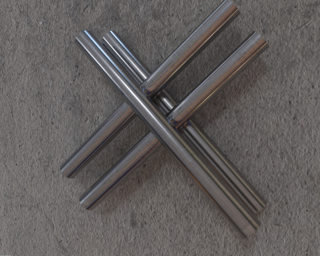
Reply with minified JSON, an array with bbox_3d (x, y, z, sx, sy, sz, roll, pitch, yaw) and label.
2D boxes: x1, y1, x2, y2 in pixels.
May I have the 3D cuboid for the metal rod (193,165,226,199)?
[{"bbox_3d":[0.004,-0.001,0.408,0.025,0.025,0.300,-44,77,14],"label":"metal rod"}]

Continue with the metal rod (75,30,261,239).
[{"bbox_3d":[0.000,-0.003,0.356,0.025,0.025,0.300,-44,77,14],"label":"metal rod"}]

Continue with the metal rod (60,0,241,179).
[{"bbox_3d":[-0.022,-0.040,0.390,0.299,0.025,0.025,-43,77,14],"label":"metal rod"}]

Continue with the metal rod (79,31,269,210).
[{"bbox_3d":[0.007,0.001,0.380,0.299,0.025,0.025,-43,77,14],"label":"metal rod"}]

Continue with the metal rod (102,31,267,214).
[{"bbox_3d":[0.023,-0.015,0.401,0.025,0.025,0.300,-44,77,14],"label":"metal rod"}]
